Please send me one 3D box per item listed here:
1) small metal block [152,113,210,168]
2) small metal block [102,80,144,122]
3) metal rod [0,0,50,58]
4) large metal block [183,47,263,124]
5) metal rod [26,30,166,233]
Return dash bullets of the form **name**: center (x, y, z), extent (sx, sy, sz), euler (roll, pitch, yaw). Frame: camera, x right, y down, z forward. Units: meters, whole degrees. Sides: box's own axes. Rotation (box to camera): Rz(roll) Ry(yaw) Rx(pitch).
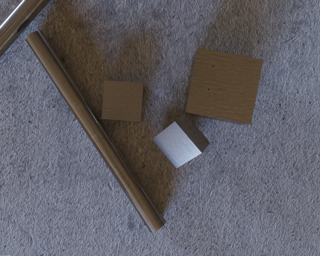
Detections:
- **small metal block**: center (0.027, 0.017, 0.397), extent (0.050, 0.025, 0.050), euler (50, 133, -1)
- **small metal block**: center (-0.048, -0.035, 0.409), extent (0.050, 0.025, 0.050), euler (4, 90, -1)
- **metal rod**: center (-0.234, -0.086, 0.406), extent (0.025, 0.025, 0.300), euler (41, 90, -1)
- **large metal block**: center (0.078, -0.051, 0.399), extent (0.080, 0.050, 0.080), euler (11, 90, -1)
- **metal rod**: center (-0.084, 0.005, 0.408), extent (0.025, 0.025, 0.299), euler (-33, 90, 0)
